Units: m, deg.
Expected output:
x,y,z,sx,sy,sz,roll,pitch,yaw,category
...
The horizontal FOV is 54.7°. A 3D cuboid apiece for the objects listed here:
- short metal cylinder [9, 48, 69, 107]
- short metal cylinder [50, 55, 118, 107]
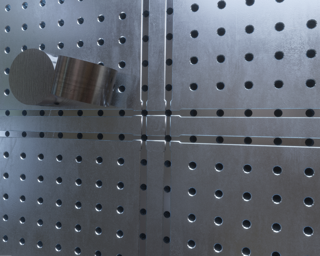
x,y,z,sx,sy,sz,roll,pitch,yaw,category
-0.173,-0.072,0.458,0.080,0.050,0.079,0,90,20,short metal cylinder
-0.102,-0.063,0.418,0.080,0.080,0.050,16,95,19,short metal cylinder
